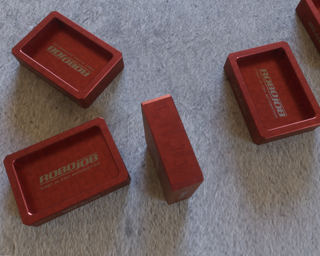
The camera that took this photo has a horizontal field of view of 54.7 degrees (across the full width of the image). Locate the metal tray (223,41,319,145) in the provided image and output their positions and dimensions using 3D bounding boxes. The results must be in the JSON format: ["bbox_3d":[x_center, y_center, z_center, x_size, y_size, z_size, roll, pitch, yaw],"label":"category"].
[{"bbox_3d":[0.153,-0.050,0.425,0.091,0.030,0.130,-15,71,-6],"label":"metal tray"}]

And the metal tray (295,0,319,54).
[{"bbox_3d":[0.275,-0.150,0.463,0.091,0.030,0.130,-16,71,-6],"label":"metal tray"}]

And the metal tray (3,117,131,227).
[{"bbox_3d":[-0.113,0.053,0.384,0.131,0.030,0.090,-24,72,-9],"label":"metal tray"}]

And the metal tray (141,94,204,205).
[{"bbox_3d":[0.010,0.031,0.341,0.030,0.130,0.090,-18,71,-7],"label":"metal tray"}]

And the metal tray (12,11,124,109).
[{"bbox_3d":[-0.128,-0.099,0.439,0.130,0.030,0.090,34,73,11],"label":"metal tray"}]
